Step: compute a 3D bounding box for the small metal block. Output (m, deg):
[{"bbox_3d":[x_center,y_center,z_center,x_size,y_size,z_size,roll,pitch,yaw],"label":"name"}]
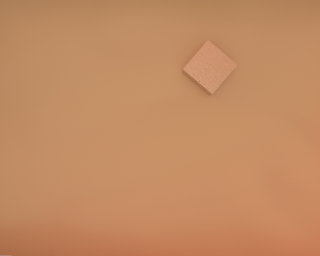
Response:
[{"bbox_3d":[0.065,-0.079,0.412,0.050,0.025,0.050,40,90,0],"label":"small metal block"}]
